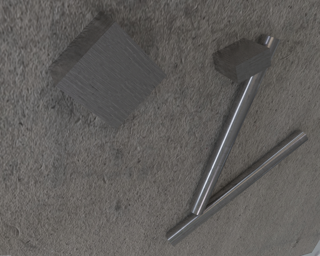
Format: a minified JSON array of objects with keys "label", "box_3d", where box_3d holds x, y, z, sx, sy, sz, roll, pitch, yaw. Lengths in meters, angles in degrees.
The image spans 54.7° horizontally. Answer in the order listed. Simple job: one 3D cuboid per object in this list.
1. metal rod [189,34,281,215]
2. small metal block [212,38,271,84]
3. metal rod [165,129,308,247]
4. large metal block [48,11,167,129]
[{"label":"metal rod","box_3d":[0.105,0.009,0.469,0.025,0.025,0.298,4,116,-31]},{"label":"small metal block","box_3d":[0.103,-0.087,0.394,0.050,0.050,0.025,-29,128,-10]},{"label":"metal rod","box_3d":[0.136,0.104,0.545,0.301,0.025,0.025,-38,129,-3]},{"label":"large metal block","box_3d":[-0.054,-0.059,0.325,0.080,0.050,0.080,-46,129,4]}]
